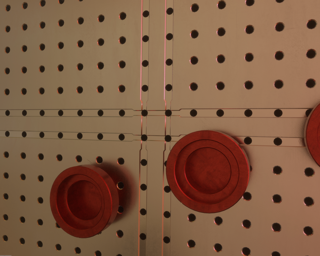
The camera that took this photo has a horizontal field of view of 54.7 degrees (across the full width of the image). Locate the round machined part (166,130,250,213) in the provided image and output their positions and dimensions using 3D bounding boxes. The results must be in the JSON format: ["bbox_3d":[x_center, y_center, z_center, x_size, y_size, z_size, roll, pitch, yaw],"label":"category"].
[{"bbox_3d":[0.060,0.051,0.382,0.098,0.042,0.097,0,90,19],"label":"round machined part"}]

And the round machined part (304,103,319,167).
[{"bbox_3d":[0.208,0.007,0.331,0.098,0.042,0.097,0,90,19],"label":"round machined part"}]

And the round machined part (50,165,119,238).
[{"bbox_3d":[-0.102,0.100,0.438,0.098,0.042,0.097,0,90,19],"label":"round machined part"}]
